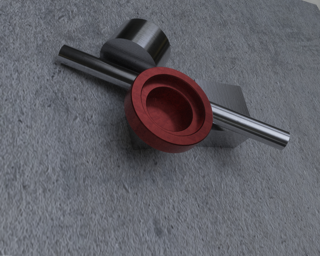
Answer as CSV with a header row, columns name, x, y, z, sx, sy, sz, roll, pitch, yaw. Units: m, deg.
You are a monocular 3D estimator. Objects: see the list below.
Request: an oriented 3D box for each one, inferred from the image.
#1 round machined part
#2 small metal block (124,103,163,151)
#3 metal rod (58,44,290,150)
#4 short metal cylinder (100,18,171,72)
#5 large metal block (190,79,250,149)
name,x,y,z,sx,sy,sz,roll,pitch,yaw
round machined part,0.006,-0.016,0.346,0.099,0.042,0.098,13,57,-22
small metal block,-0.019,-0.006,0.384,0.025,0.050,0.050,-2,63,-30
metal rod,0.016,-0.039,0.391,0.301,0.025,0.025,22,52,2
short metal cylinder,-0.032,-0.097,0.413,0.080,0.080,0.050,33,51,-8
large metal block,0.080,-0.018,0.446,0.081,0.050,0.080,4,60,-27
